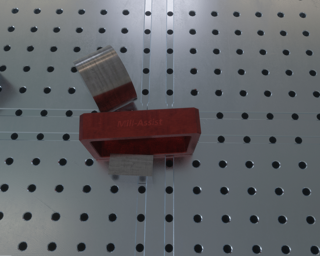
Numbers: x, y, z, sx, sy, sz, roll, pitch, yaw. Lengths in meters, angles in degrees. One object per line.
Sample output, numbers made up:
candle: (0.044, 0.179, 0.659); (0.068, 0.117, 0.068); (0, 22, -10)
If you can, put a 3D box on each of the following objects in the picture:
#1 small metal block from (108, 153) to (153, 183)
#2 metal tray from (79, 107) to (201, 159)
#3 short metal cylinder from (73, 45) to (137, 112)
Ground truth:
small metal block: (-0.033, 0.051, 0.380); (0.050, 0.050, 0.025); (3, 70, 1)
metal tray: (-0.022, 0.009, 0.373); (0.131, 0.090, 0.030); (-3, 70, -1)
short metal cylinder: (-0.071, -0.061, 0.404); (0.050, 0.080, 0.080); (-28, 73, -10)
